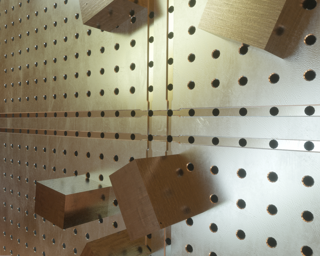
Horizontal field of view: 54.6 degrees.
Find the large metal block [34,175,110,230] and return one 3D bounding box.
[{"bbox_3d":[-0.138,0.113,0.489,0.080,0.081,0.050,9,96,40],"label":"large metal block"}]

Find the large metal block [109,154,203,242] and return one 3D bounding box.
[{"bbox_3d":[-0.004,0.081,0.378,0.050,0.081,0.080,-35,69,35],"label":"large metal block"}]

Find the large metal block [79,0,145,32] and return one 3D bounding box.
[{"bbox_3d":[-0.075,-0.201,0.457,0.080,0.050,0.080,-19,78,38],"label":"large metal block"}]

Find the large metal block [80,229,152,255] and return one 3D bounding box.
[{"bbox_3d":[-0.071,0.195,0.433,0.050,0.081,0.080,42,116,32],"label":"large metal block"}]

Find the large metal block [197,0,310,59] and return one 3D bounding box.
[{"bbox_3d":[0.097,-0.125,0.314,0.080,0.050,0.080,33,110,35],"label":"large metal block"}]
